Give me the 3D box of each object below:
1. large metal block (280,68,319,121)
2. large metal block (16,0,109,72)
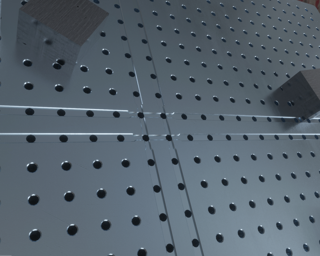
[{"bbox_3d":[0.294,-0.066,0.594,0.081,0.050,0.080,-12,68,-33],"label":"large metal block"},{"bbox_3d":[-0.126,-0.135,0.407,0.080,0.050,0.080,31,52,-9],"label":"large metal block"}]
